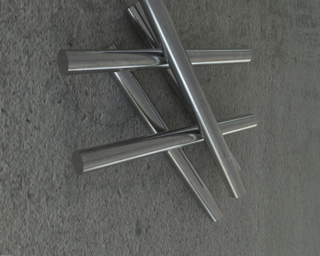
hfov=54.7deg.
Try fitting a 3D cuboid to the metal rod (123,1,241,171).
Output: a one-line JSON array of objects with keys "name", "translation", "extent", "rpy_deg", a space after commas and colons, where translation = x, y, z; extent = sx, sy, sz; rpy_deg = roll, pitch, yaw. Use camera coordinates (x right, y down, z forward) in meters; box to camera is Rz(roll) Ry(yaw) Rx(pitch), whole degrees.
[{"name": "metal rod", "translation": [0.043, -0.040, 0.444], "extent": [0.025, 0.025, 0.299], "rpy_deg": [-51, 120, -28]}]

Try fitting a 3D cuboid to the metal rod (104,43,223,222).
[{"name": "metal rod", "translation": [0.012, 0.022, 0.418], "extent": [0.025, 0.025, 0.299], "rpy_deg": [-49, 119, -29]}]

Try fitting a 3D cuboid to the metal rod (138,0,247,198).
[{"name": "metal rod", "translation": [0.046, -0.032, 0.382], "extent": [0.025, 0.025, 0.299], "rpy_deg": [-42, 116, -32]}]

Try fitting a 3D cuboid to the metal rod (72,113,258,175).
[{"name": "metal rod", "translation": [0.032, 0.012, 0.403], "extent": [0.302, 0.025, 0.025], "rpy_deg": [-11, 98, -40]}]

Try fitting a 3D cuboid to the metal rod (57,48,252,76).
[{"name": "metal rod", "translation": [0.020, -0.088, 0.393], "extent": [0.302, 0.025, 0.025], "rpy_deg": [-13, 98, -40]}]
